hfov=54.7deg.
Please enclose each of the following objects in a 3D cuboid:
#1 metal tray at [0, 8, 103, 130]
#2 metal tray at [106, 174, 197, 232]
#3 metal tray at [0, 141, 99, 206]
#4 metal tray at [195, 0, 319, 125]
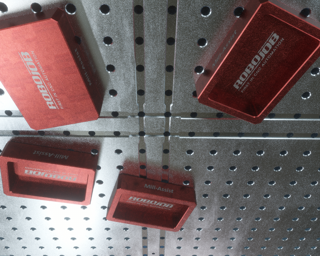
[{"bbox_3d":[-0.131,-0.060,0.355,0.090,0.030,0.129,-10,130,7],"label":"metal tray"},{"bbox_3d":[-0.016,0.128,0.517,0.131,0.030,0.089,14,129,-12],"label":"metal tray"},{"bbox_3d":[-0.165,0.071,0.466,0.131,0.030,0.089,10,130,-9],"label":"metal tray"},{"bbox_3d":[0.110,-0.071,0.349,0.091,0.030,0.129,19,127,-17],"label":"metal tray"}]
